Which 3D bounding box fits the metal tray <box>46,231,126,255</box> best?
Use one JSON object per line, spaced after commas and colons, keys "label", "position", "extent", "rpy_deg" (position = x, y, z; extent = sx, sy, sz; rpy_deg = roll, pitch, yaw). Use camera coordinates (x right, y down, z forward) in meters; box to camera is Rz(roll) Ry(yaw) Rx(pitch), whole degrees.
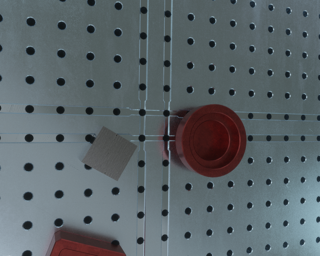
{"label": "metal tray", "position": [-0.105, 0.201, 0.372], "extent": [0.091, 0.030, 0.130], "rpy_deg": [22, 82, -19]}

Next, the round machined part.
{"label": "round machined part", "position": [0.067, 0.017, 0.430], "extent": [0.099, 0.042, 0.097], "rpy_deg": [0, 90, -21]}

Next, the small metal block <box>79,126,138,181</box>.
{"label": "small metal block", "position": [-0.065, 0.031, 0.389], "extent": [0.050, 0.025, 0.050], "rpy_deg": [33, 79, -18]}
